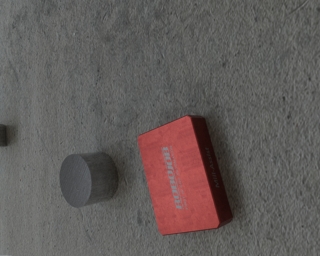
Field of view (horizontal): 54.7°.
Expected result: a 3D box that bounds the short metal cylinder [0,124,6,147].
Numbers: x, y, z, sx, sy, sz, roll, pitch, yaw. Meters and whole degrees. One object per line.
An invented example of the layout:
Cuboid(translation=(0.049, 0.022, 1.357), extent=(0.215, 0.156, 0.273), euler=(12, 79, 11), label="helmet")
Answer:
Cuboid(translation=(-0.390, 0.020, 0.691), extent=(0.080, 0.081, 0.050), euler=(-7, 86, 40), label="short metal cylinder")

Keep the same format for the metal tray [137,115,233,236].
Cuboid(translation=(0.027, 0.059, 0.380), extent=(0.090, 0.030, 0.129), euler=(-23, 76, 37), label="metal tray")

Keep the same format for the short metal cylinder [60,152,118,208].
Cuboid(translation=(-0.111, 0.078, 0.480), extent=(0.080, 0.050, 0.080), euler=(0, 90, 40), label="short metal cylinder")
